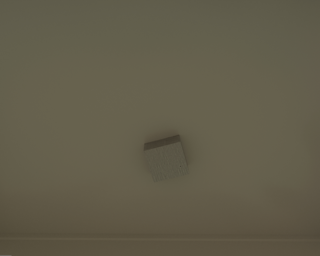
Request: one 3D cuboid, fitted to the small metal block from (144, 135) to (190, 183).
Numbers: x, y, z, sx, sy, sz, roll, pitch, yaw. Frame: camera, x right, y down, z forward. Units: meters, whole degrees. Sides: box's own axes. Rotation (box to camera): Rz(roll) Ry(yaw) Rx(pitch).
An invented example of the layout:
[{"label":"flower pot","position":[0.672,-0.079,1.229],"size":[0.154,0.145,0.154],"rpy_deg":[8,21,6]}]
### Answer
[{"label":"small metal block","position":[0.009,0.042,0.427],"size":[0.050,0.025,0.050],"rpy_deg":[-15,110,5]}]
